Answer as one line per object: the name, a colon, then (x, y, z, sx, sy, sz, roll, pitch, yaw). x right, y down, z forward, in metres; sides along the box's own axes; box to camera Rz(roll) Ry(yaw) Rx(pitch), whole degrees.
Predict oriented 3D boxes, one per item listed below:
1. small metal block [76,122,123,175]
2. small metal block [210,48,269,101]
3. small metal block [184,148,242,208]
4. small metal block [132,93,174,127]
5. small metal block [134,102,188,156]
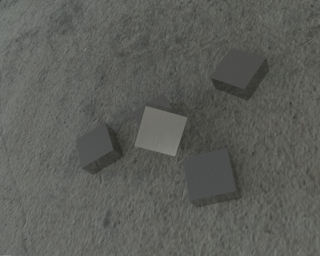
small metal block: (-0.084, 0.028, 0.429, 0.050, 0.025, 0.050, -31, 52, 8)
small metal block: (0.101, -0.069, 0.393, 0.050, 0.025, 0.050, 28, 77, 37)
small metal block: (0.057, 0.055, 0.340, 0.050, 0.025, 0.050, -17, 55, 18)
small metal block: (-0.003, -0.010, 0.410, 0.050, 0.025, 0.050, -33, 52, 6)
small metal block: (0.001, 0.001, 0.372, 0.050, 0.025, 0.050, 15, 104, -6)
